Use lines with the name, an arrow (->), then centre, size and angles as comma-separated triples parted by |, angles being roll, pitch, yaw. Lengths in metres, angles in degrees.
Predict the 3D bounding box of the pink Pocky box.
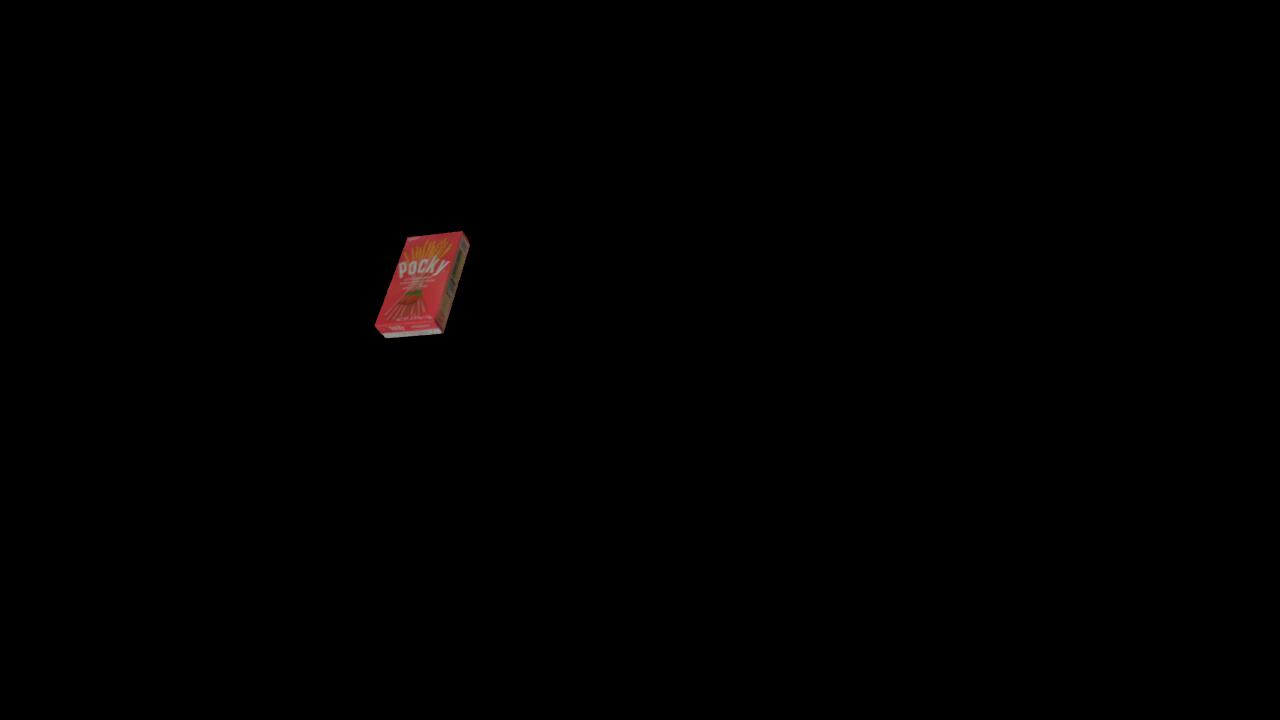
pink Pocky box -> -0.278, -0.100, 0.794 | 0.084, 0.155, 0.029 | -3, -34, 12
